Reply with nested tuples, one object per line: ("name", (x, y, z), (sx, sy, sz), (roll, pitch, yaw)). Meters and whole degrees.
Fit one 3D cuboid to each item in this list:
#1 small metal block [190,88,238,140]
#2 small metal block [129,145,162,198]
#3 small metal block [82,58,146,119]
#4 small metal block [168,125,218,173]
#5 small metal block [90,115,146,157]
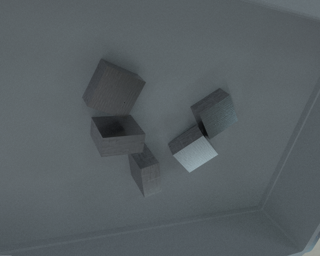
("small metal block", (0.077, -0.020, 0.438), (0.050, 0.025, 0.050), (-34, 129, -7))
("small metal block", (-0.021, 0.056, 0.415), (0.025, 0.050, 0.050), (-18, 126, -18))
("small metal block", (-0.052, -0.044, 0.353), (0.050, 0.025, 0.050), (19, 108, -36))
("small metal block", (0.048, 0.031, 0.448), (0.050, 0.025, 0.050), (-34, 130, 9))
("small metal block", (-0.051, 0.008, 0.369), (0.050, 0.050, 0.025), (-5, 121, -26))
